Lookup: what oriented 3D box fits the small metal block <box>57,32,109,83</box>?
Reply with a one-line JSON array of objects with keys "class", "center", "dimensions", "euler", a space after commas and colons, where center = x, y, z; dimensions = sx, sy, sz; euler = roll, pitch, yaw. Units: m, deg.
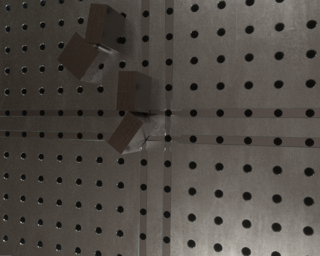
[{"class": "small metal block", "center": [-0.112, -0.102, 0.451], "dimensions": [0.050, 0.025, 0.050], "euler": [41, 103, 15]}]

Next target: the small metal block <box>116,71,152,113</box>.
[{"class": "small metal block", "center": [-0.033, -0.046, 0.410], "dimensions": [0.025, 0.050, 0.050], "euler": [4, 91, 20]}]

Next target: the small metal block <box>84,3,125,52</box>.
[{"class": "small metal block", "center": [-0.075, -0.136, 0.424], "dimensions": [0.025, 0.050, 0.050], "euler": [12, 94, 19]}]

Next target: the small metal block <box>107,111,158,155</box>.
[{"class": "small metal block", "center": [-0.035, 0.006, 0.411], "dimensions": [0.025, 0.050, 0.050], "euler": [39, 102, 15]}]
